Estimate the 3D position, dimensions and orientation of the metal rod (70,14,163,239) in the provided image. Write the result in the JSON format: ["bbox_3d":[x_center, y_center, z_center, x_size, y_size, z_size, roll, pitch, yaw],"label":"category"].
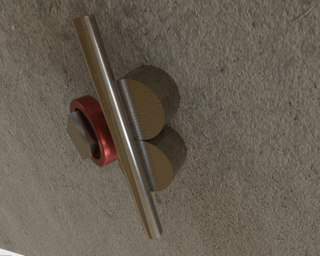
[{"bbox_3d":[-0.044,0.017,0.378,0.025,0.025,0.298,-1,118,29],"label":"metal rod"}]

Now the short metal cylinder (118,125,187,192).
[{"bbox_3d":[-0.010,0.039,0.421,0.080,0.050,0.079,13,123,21],"label":"short metal cylinder"}]

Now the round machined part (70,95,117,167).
[{"bbox_3d":[-0.081,0.001,0.424,0.098,0.042,0.097,40,143,39],"label":"round machined part"}]

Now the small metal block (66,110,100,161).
[{"bbox_3d":[-0.101,0.009,0.415,0.050,0.025,0.050,57,151,14],"label":"small metal block"}]

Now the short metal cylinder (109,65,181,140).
[{"bbox_3d":[-0.021,-0.032,0.384,0.080,0.050,0.079,13,124,21],"label":"short metal cylinder"}]
